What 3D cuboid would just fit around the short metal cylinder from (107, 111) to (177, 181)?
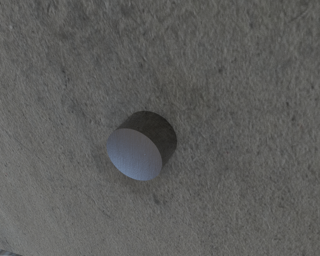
[{"bbox_3d":[-0.024,0.023,0.416,0.080,0.050,0.079,13,124,20],"label":"short metal cylinder"}]
